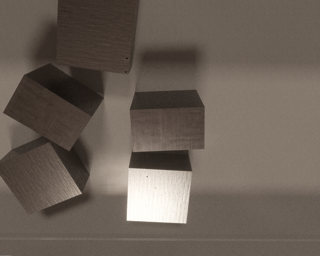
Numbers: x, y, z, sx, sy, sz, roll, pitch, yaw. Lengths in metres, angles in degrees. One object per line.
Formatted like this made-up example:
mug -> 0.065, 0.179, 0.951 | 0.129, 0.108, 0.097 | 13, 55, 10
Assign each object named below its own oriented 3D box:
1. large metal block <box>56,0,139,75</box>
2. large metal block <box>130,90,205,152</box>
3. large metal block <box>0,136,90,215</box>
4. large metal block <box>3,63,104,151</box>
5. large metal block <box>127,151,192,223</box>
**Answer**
large metal block -> -0.070, -0.111, 0.356 | 0.081, 0.050, 0.079 | 8, 110, -3
large metal block -> 0.009, -0.012, 0.378 | 0.081, 0.080, 0.050 | -2, 110, 0
large metal block -> -0.155, 0.058, 0.417 | 0.080, 0.050, 0.080 | -23, 109, 8
large metal block -> -0.121, -0.028, 0.370 | 0.080, 0.080, 0.050 | 33, 107, -12
large metal block -> -0.002, 0.081, 0.428 | 0.081, 0.050, 0.079 | 3, 110, -2
